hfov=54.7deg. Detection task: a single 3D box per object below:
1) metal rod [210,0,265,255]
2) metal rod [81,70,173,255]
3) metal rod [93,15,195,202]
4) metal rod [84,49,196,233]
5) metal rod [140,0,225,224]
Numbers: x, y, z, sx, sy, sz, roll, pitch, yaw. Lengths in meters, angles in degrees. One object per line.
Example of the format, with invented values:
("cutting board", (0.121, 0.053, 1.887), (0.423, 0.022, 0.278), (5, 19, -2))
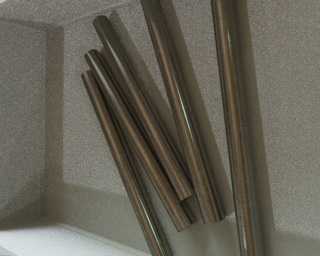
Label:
("metal rod", (0.083, -0.006, 0.336), (0.025, 0.025, 0.298), (-9, 84, 39))
("metal rod", (-0.055, 0.042, 0.449), (0.025, 0.025, 0.299), (-38, 67, 33))
("metal rod", (-0.028, -0.041, 0.427), (0.025, 0.025, 0.299), (-41, 66, 32))
("metal rod", (-0.037, 0.003, 0.435), (0.025, 0.025, 0.299), (-45, 63, 30))
("metal rod", (0.024, -0.034, 0.385), (0.025, 0.025, 0.299), (-25, 75, 37))
